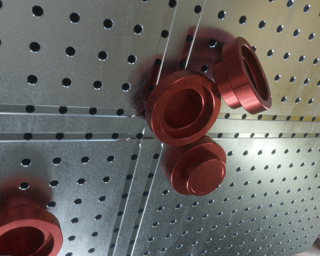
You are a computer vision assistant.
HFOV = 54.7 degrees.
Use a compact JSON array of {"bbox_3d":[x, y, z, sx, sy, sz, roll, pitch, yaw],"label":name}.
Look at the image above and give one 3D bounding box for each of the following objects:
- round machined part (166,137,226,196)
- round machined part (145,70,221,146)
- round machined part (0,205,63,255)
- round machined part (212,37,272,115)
[{"bbox_3d":[0.062,0.065,0.477,0.099,0.042,0.097,-14,125,-21],"label":"round machined part"},{"bbox_3d":[0.026,-0.029,0.398,0.099,0.042,0.097,-14,125,-21],"label":"round machined part"},{"bbox_3d":[-0.176,0.137,0.389,0.099,0.042,0.097,-14,125,-21],"label":"round machined part"},{"bbox_3d":[0.102,-0.062,0.396,0.042,0.098,0.098,-22,138,32],"label":"round machined part"}]
